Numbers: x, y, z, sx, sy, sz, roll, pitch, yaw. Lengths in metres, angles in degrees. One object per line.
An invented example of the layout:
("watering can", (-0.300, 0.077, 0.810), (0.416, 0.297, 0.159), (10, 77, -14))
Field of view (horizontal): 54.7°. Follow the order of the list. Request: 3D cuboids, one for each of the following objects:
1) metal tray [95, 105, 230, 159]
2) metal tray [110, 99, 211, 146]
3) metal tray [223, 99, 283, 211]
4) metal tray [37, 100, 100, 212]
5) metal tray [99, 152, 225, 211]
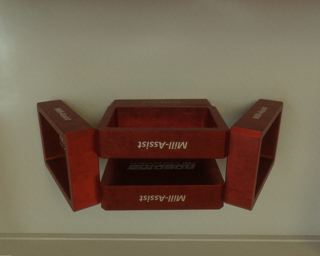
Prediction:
("metal tray", (0.003, 0.001, 0.343), (0.131, 0.090, 0.030), (0, 110, -1))
("metal tray", (0.002, 0.009, 0.410), (0.131, 0.030, 0.089), (-1, 110, -1))
("metal tray", (0.113, 0.024, 0.365), (0.030, 0.131, 0.089), (12, 113, 27))
("metal tray", (-0.110, 0.026, 0.364), (0.030, 0.130, 0.089), (-12, 114, -30))
("metal tray", (0.002, 0.058, 0.364), (0.131, 0.090, 0.030), (0, 110, -1))
